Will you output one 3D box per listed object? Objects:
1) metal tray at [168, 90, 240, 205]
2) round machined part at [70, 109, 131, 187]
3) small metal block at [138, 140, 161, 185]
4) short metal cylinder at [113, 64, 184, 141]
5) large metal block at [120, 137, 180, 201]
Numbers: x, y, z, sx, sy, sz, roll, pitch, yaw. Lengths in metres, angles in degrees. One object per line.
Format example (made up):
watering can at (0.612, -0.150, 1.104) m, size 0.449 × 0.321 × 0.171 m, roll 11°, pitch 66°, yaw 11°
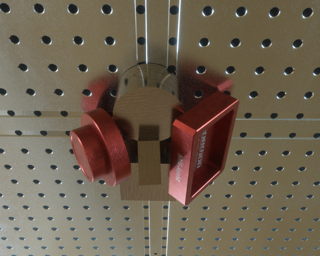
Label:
metal tray at (0.054, 0.027, 0.394) m, size 0.030 × 0.091 × 0.129 m, roll 32°, pitch 139°, yaw 31°
round machined part at (-0.078, 0.028, 0.381) m, size 0.042 × 0.098 × 0.097 m, roll -22°, pitch 136°, yaw -26°
small metal block at (-0.013, 0.043, 0.376) m, size 0.025 × 0.050 × 0.050 m, roll -2°, pitch 172°, yaw -2°
short metal cylinder at (-0.013, -0.029, 0.369) m, size 0.081 × 0.050 × 0.079 m, roll 0°, pitch 130°, yaw 0°
large metal block at (-0.015, 0.060, 0.446) m, size 0.081 × 0.050 × 0.079 m, roll 2°, pitch 130°, yaw -2°
